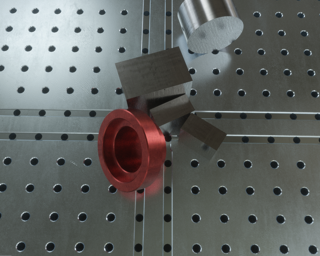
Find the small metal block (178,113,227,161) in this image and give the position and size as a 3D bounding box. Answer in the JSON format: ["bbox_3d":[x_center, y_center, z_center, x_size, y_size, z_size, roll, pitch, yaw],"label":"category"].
[{"bbox_3d":[0.053,0.012,0.395,0.050,0.050,0.025,32,73,10],"label":"small metal block"}]

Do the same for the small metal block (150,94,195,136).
[{"bbox_3d":[0.015,-0.014,0.404,0.050,0.050,0.025,-24,72,-9],"label":"small metal block"}]

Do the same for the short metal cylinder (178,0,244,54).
[{"bbox_3d":[0.071,-0.150,0.438,0.081,0.080,0.050,-13,71,-5],"label":"short metal cylinder"}]

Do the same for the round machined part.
[{"bbox_3d":[-0.031,0.025,0.374,0.042,0.098,0.098,-6,65,-44],"label":"round machined part"}]

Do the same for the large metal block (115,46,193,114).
[{"bbox_3d":[-0.008,-0.053,0.402,0.081,0.080,0.050,-17,71,-6],"label":"large metal block"}]
